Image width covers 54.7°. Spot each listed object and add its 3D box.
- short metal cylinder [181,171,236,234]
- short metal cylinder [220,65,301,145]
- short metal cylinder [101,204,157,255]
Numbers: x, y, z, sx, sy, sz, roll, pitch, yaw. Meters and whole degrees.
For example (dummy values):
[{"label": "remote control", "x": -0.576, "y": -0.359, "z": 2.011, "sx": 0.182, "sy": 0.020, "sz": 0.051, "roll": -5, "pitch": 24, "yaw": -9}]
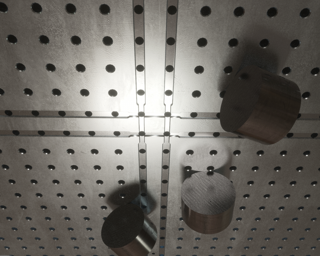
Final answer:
[{"label": "short metal cylinder", "x": 0.072, "y": 0.113, "z": 0.473, "sx": 0.080, "sy": 0.080, "sz": 0.050, "roll": -3, "pitch": 130, "yaw": 2}, {"label": "short metal cylinder", "x": 0.112, "y": -0.026, "z": 0.356, "sx": 0.050, "sy": 0.080, "sz": 0.079, "roll": 18, "pitch": 128, "yaw": -15}, {"label": "short metal cylinder", "x": -0.052, "y": 0.177, "z": 0.526, "sx": 0.080, "sy": 0.080, "sz": 0.050, "roll": -19, "pitch": 128, "yaw": 15}]
